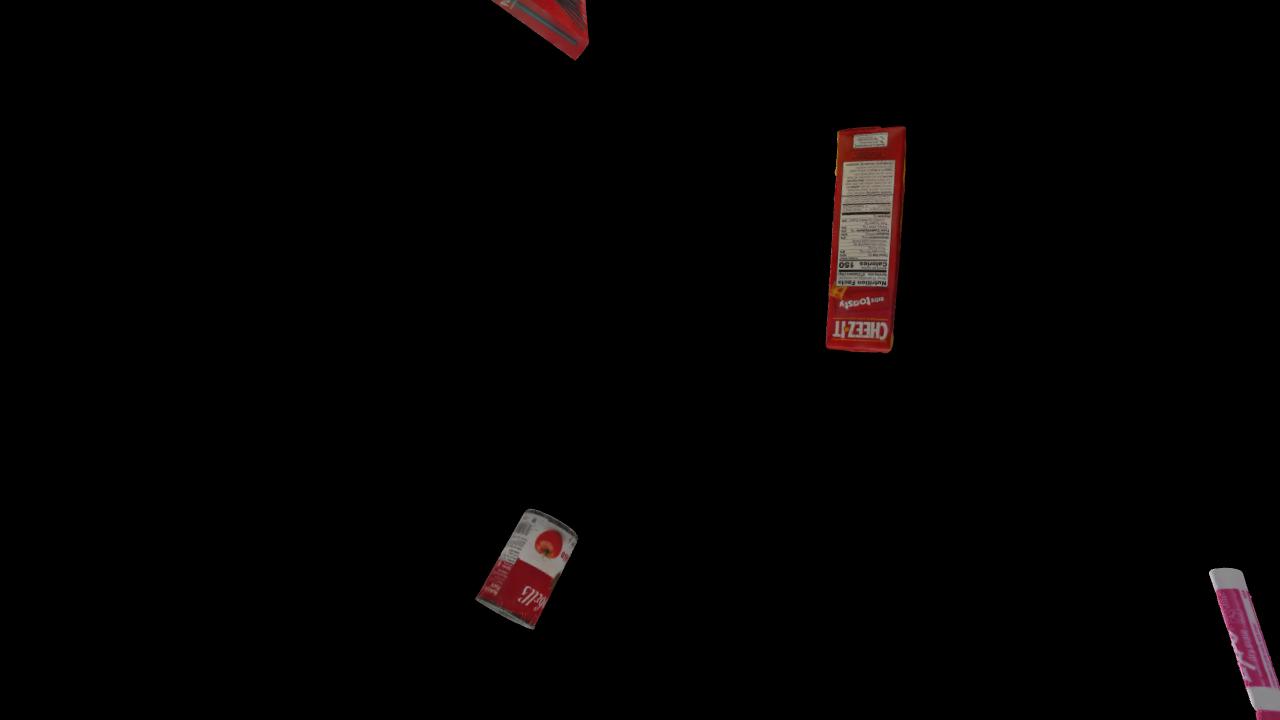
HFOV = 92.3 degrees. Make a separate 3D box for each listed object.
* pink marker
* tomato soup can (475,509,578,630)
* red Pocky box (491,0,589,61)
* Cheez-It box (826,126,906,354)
[{"bbox_3d":[0.422,0.206,0.423,0.020,0.121,0.020,9,-33,6],"label":"pink marker"},{"bbox_3d":[-0.115,0.215,0.639,0.068,0.101,0.068,20,-30,12],"label":"tomato soup can"},{"bbox_3d":[-0.117,-0.363,0.590,0.155,0.083,0.028,21,-40,-37],"label":"red Pocky box"},{"bbox_3d":[0.249,-0.120,0.679,0.071,0.223,0.166,4,3,21],"label":"Cheez-It box"}]
